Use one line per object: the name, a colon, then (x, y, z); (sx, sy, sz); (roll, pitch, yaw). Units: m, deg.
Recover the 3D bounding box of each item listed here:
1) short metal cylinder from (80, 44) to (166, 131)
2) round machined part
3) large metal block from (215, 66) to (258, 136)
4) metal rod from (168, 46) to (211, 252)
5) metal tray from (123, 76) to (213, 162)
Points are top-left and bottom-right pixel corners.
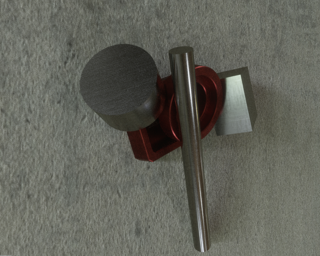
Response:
short metal cylinder: (-0.037, -0.042, 0.332); (0.050, 0.080, 0.080); (60, 46, -68)
round machined part: (0.033, -0.032, 0.393); (0.099, 0.042, 0.097); (-19, 118, -39)
large metal block: (0.109, -0.042, 0.462); (0.080, 0.050, 0.080); (-41, 118, -61)
metal rod: (0.042, 0.048, 0.387); (0.025, 0.025, 0.298); (-34, 128, -35)
metal tray: (0.013, -0.021, 0.416); (0.131, 0.030, 0.089); (-26, 107, -37)
